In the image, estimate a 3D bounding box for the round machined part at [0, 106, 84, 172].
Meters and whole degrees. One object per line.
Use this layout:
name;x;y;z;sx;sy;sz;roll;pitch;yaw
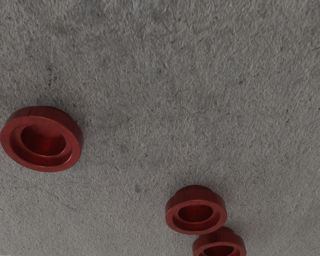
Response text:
round machined part;-0.148;0.010;0.403;0.099;0.042;0.097;0;130;0

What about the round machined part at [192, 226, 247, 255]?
round machined part;0.110;0.222;0.586;0.099;0.042;0.097;0;130;0

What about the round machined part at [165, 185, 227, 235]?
round machined part;0.058;0.131;0.508;0.099;0.042;0.097;0;130;0
